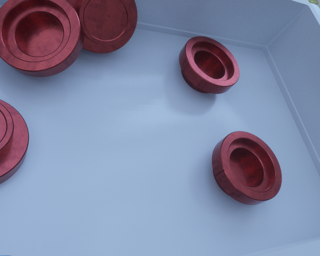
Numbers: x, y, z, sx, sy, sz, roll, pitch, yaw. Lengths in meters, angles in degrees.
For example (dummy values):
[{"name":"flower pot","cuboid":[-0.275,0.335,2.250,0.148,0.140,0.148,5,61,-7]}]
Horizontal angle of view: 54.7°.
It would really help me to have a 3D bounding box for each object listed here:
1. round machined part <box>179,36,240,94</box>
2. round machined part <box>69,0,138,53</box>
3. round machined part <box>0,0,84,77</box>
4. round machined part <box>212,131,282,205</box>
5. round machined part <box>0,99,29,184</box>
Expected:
[{"name":"round machined part","cuboid":[0.073,-0.094,0.491,0.099,0.042,0.098,14,56,-21]},{"name":"round machined part","cuboid":[-0.075,-0.146,0.405,0.099,0.097,0.042,2,23,-27]},{"name":"round machined part","cuboid":[-0.139,-0.107,0.367,0.099,0.042,0.098,0,81,-2]},{"name":"round machined part","cuboid":[0.112,0.057,0.420,0.099,0.042,0.098,14,56,-21]},{"name":"round machined part","cuboid":[-0.178,0.007,0.294,0.099,0.042,0.098,14,56,-21]}]
